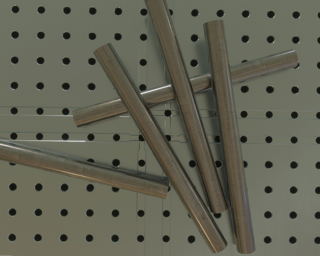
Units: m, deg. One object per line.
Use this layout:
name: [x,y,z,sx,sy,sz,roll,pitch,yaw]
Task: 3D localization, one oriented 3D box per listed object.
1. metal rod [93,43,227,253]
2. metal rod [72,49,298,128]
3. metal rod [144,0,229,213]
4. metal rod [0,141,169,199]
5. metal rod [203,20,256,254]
metal rod: [0.004,0.031,0.396,0.025,0.025,0.299,-30,97,0]
metal rod: [0.034,-0.053,0.413,0.302,0.025,0.025,-16,90,-1]
metal rod: [0.034,-0.032,0.390,0.025,0.025,0.298,-18,100,0]
metal rod: [-0.137,0.048,0.411,0.302,0.025,0.025,14,90,-1]
metal rod: [0.090,0.016,0.398,0.025,0.025,0.298,-10,97,0]
